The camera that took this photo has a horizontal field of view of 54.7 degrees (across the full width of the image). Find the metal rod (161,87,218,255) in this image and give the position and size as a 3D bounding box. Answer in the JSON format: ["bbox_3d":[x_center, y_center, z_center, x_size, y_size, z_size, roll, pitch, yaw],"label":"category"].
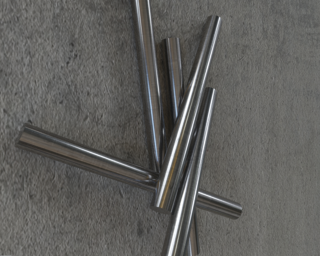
[{"bbox_3d":[0.037,0.059,0.375,0.025,0.025,0.300,46,44,-30],"label":"metal rod"}]

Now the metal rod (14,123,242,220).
[{"bbox_3d":[-0.013,0.062,0.367,0.302,0.025,0.025,25,74,-29],"label":"metal rod"}]

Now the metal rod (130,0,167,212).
[{"bbox_3d":[-0.011,-0.040,0.395,0.025,0.025,0.298,-11,97,-40],"label":"metal rod"}]

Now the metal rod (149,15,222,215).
[{"bbox_3d":[0.042,-0.037,0.405,0.025,0.025,0.300,39,56,-33],"label":"metal rod"}]

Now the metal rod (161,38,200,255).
[{"bbox_3d":[0.030,0.029,0.429,0.025,0.025,0.298,-10,97,-40],"label":"metal rod"}]
